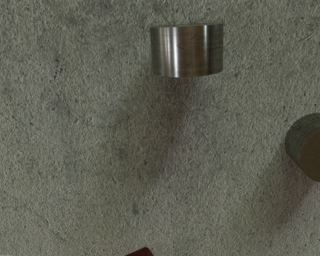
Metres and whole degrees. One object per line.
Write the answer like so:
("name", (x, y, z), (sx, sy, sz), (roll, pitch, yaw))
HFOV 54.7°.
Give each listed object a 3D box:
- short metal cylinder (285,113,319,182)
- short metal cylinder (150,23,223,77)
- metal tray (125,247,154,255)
("short metal cylinder", (0.215, 0.025, 0.408), (0.081, 0.050, 0.079), (0, 110, 0))
("short metal cylinder", (0.030, -0.090, 0.348), (0.080, 0.080, 0.050), (-3, 110, 1))
("metal tray", (-0.069, 0.242, 0.463), (0.130, 0.090, 0.030), (-26, 108, 9))
